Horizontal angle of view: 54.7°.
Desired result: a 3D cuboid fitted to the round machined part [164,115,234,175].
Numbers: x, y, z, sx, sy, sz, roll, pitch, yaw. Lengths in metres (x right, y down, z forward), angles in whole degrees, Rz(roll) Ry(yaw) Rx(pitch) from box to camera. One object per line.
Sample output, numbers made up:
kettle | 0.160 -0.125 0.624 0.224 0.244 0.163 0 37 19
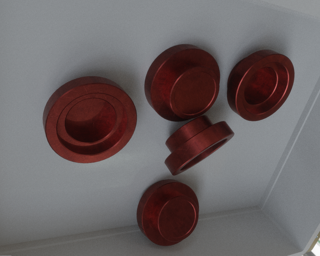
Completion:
round machined part | 0.047 0.019 0.415 0.098 0.042 0.098 -32 165 -9

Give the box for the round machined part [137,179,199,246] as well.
round machined part | 0.018 0.130 0.464 0.099 0.042 0.097 -2 95 -27

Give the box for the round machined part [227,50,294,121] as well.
round machined part | 0.134 -0.062 0.432 0.099 0.042 0.097 -14 124 -21

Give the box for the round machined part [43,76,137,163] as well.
round machined part | -0.079 -0.012 0.347 0.099 0.042 0.097 -14 124 -21

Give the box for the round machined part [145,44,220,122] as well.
round machined part | 0.034 -0.050 0.385 0.099 0.042 0.097 -14 124 -21
